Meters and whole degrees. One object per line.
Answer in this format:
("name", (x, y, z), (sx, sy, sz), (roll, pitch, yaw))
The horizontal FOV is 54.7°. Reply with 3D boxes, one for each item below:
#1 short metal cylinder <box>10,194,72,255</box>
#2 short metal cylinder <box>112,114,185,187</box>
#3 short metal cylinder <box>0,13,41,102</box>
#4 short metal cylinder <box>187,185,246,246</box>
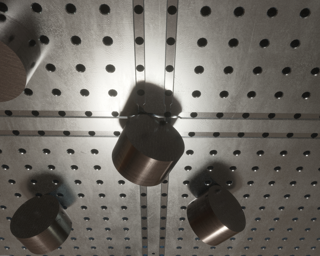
("short metal cylinder", (-0.193, 0.157, 0.506), (0.080, 0.080, 0.050), (-10, 130, 8))
("short metal cylinder", (-0.015, 0.028, 0.399), (0.081, 0.080, 0.050), (19, 128, -16))
("short metal cylinder", (-0.176, -0.074, 0.329), (0.081, 0.050, 0.079), (0, 130, 0))
("short metal cylinder", (0.090, 0.139, 0.496), (0.080, 0.080, 0.050), (30, 124, -23))
